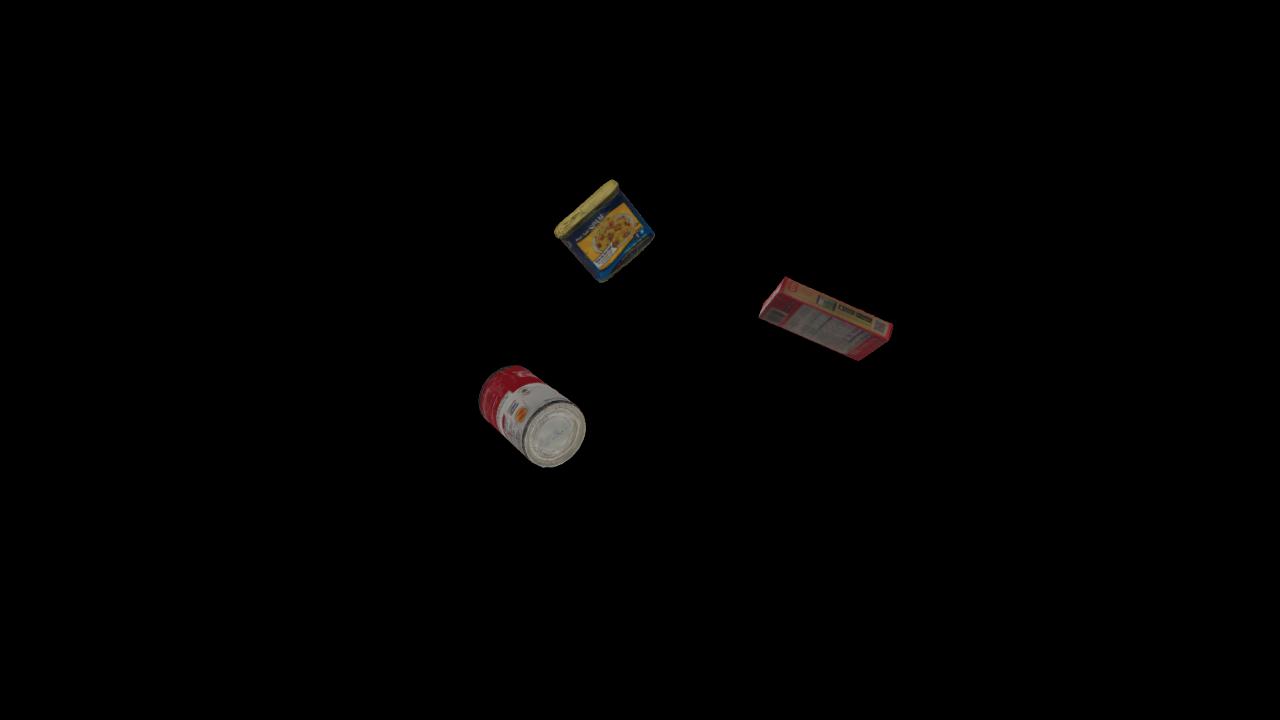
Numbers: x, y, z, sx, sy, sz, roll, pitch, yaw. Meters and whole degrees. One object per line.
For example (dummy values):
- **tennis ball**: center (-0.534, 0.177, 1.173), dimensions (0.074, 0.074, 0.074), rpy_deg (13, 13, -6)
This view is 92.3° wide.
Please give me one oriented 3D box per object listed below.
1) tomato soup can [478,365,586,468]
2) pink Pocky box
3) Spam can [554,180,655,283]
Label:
- **tomato soup can**: center (-0.105, 0.053, 0.595), dimensions (0.068, 0.068, 0.101), rpy_deg (0, 18, -38)
- **pink Pocky box**: center (0.244, -0.052, 0.818), dimensions (0.155, 0.029, 0.084), rpy_deg (24, -21, 0)
- **Spam can**: center (-0.043, -0.162, 0.784), dimensions (0.101, 0.085, 0.058), rpy_deg (-40, 28, 6)
